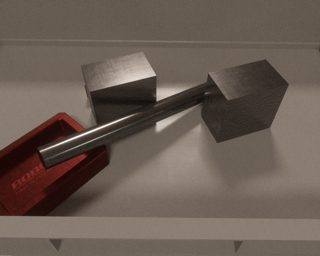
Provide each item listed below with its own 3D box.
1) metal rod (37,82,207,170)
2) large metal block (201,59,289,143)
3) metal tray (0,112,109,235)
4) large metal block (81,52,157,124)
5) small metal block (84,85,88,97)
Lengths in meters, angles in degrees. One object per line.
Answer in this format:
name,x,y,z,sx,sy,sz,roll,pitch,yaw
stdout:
metal rod,-0.003,-0.021,0.397,0.302,0.025,0.025,-24,54,-29
large metal block,0.105,-0.034,0.399,0.081,0.080,0.050,-15,52,-13
metal tray,-0.137,0.046,0.361,0.090,0.030,0.131,35,58,25
large metal block,-0.051,-0.044,0.406,0.081,0.080,0.050,-16,52,-14
small metal block,-0.081,-0.071,0.464,0.050,0.025,0.050,3,50,2
